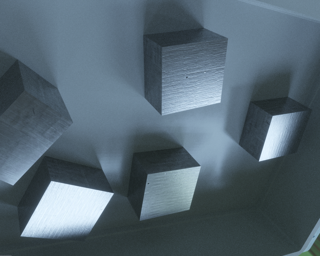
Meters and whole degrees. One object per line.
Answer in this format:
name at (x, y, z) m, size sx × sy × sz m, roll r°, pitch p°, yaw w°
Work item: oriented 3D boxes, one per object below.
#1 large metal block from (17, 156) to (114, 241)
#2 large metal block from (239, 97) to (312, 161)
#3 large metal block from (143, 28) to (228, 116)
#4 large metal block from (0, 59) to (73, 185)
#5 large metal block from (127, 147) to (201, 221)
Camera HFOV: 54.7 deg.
large metal block at (-0.118, 0.090, 0.385) m, size 0.080 × 0.050 × 0.080 m, roll 22°, pitch 107°, yaw -37°
large metal block at (0.182, 0.000, 0.495) m, size 0.081 × 0.050 × 0.079 m, roll -9°, pitch 122°, yaw -24°
large metal block at (0.028, -0.069, 0.367) m, size 0.081 × 0.050 × 0.079 m, roll -14°, pitch 124°, yaw -21°
large metal block at (-0.137, -0.008, 0.294) m, size 0.080 × 0.080 × 0.050 m, roll -46°, pitch 130°, yaw 3°
large metal block at (0.004, 0.078, 0.445) m, size 0.081 × 0.050 × 0.079 m, roll -5°, pitch 121°, yaw -27°
